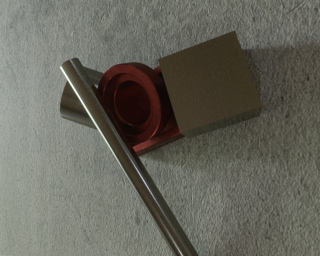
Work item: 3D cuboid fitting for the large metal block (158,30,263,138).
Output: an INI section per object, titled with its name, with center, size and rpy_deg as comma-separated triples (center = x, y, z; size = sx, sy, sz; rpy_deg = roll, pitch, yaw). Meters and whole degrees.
[large metal block]
center = 0.052, -0.042, 0.324
size = 0.080, 0.050, 0.080
rpy_deg = -18, 77, 11

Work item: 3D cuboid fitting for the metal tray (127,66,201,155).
[metal tray]
center = -0.009, -0.022, 0.408
size = 0.130, 0.030, 0.090
rpy_deg = -26, 74, 36

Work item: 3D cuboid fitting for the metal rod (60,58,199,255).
[metal rod]
center = -0.033, 0.048, 0.375
size = 0.025, 0.025, 0.299
rpy_deg = -34, 87, 35

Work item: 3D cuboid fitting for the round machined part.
[round machined part]
center = -0.028, -0.033, 0.385
size = 0.098, 0.042, 0.097
rpy_deg = 12, 112, 32

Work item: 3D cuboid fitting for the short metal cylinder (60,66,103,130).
[short metal cylinder]
center = -0.100, -0.043, 0.442
size = 0.050, 0.080, 0.079
rpy_deg = 19, 105, 1
